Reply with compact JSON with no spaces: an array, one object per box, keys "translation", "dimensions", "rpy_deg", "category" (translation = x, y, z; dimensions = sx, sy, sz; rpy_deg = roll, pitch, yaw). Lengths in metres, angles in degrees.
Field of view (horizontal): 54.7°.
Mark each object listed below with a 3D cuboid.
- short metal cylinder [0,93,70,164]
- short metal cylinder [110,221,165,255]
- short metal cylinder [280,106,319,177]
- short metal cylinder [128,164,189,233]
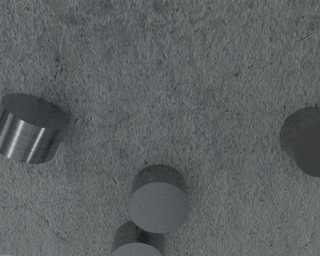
[{"translation":[-0.159,-0.001,0.379],"dimensions":[0.080,0.080,0.050],"rpy_deg":[27,108,-10],"category":"short metal cylinder"},{"translation":[-0.033,0.187,0.465],"dimensions":[0.081,0.050,0.079],"rpy_deg":[0,110,0],"category":"short metal cylinder"},{"translation":[0.206,0.017,0.404],"dimensions":[0.081,0.050,0.079],"rpy_deg":[0,110,0],"category":"short metal cylinder"},{"translation":[-0.001,0.098,0.432],"dimensions":[0.081,0.050,0.079],"rpy_deg":[0,110,0],"category":"short metal cylinder"}]
